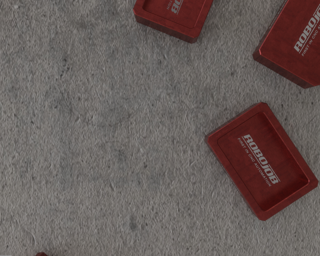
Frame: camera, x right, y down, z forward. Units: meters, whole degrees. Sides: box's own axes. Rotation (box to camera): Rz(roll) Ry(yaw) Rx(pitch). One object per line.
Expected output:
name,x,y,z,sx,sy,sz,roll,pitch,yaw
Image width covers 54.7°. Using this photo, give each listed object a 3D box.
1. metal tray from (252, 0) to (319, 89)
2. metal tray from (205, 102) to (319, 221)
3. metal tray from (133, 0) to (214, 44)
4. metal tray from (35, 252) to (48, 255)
metal tray,0.196,-0.129,0.409,0.090,0.030,0.130,30,90,0
metal tray,0.131,0.043,0.408,0.090,0.030,0.130,-34,90,0
metal tray,0.030,-0.189,0.407,0.090,0.030,0.129,22,90,0
metal tray,-0.140,0.241,0.406,0.130,0.030,0.090,39,90,0
